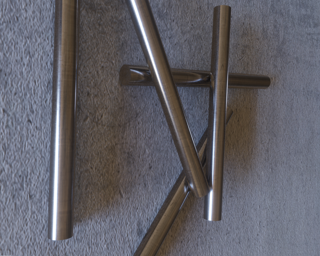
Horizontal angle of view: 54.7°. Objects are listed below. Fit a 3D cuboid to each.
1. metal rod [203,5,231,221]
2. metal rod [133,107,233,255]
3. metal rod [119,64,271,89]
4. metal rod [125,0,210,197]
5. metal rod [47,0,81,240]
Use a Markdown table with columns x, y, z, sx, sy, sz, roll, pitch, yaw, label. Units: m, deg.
| x | y | z | sx | sy | sz | roll | pitch | yaw | label |
| --- | --- | --- | --- | --- | --- | --- | --- | --- | --- |
| 0.081 | -0.023 | 0.438 | 0.025 | 0.025 | 0.298 | 5 | 87 | -40 | metal rod |
| 0.030 | 0.086 | 0.429 | 0.025 | 0.025 | 0.301 | 48 | 61 | -29 | metal rod |
| 0.074 | -0.073 | 0.466 | 0.302 | 0.025 | 0.025 | -5 | 93 | -40 | metal rod |
| 0.007 | -0.049 | 0.376 | 0.025 | 0.025 | 0.298 | -31 | 109 | -36 | metal rod |
| -0.098 | -0.038 | 0.321 | 0.025 | 0.025 | 0.298 | 2 | 89 | -40 | metal rod |
